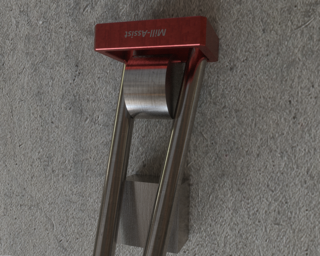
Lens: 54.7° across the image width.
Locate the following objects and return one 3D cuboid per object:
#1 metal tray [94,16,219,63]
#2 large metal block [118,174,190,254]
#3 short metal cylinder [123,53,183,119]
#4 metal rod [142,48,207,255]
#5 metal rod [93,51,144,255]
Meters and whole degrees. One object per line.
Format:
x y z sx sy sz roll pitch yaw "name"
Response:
-0.001 -0.102 0.375 0.130 0.090 0.030 3 91 19 "metal tray"
-0.008 0.105 0.396 0.080 0.050 0.079 2 91 19 "large metal block"
-0.005 -0.050 0.382 0.050 0.080 0.079 2 91 19 "short metal cylinder"
0.015 0.046 0.355 0.025 0.025 0.299 9 78 19 "metal rod"
-0.051 0.042 0.379 0.025 0.025 0.299 2 76 19 "metal rod"
